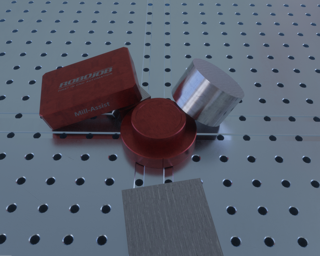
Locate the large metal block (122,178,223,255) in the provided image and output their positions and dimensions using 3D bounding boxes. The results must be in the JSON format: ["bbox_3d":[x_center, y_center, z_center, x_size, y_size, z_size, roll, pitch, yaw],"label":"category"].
[{"bbox_3d":[0.008,0.102,0.306,0.081,0.050,0.080,-8,51,-7],"label":"large metal block"}]

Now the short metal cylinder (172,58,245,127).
[{"bbox_3d":[0.063,-0.047,0.408,0.080,0.050,0.080,26,30,-17],"label":"short metal cylinder"}]

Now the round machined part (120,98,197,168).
[{"bbox_3d":[-0.002,-0.001,0.397,0.099,0.042,0.098,0,50,0],"label":"round machined part"}]

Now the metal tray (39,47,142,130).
[{"bbox_3d":[-0.097,-0.057,0.429,0.131,0.030,0.090,-18,49,3],"label":"metal tray"}]

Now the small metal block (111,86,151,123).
[{"bbox_3d":[-0.048,-0.040,0.441,0.050,0.025,0.050,-30,56,-23],"label":"small metal block"}]
